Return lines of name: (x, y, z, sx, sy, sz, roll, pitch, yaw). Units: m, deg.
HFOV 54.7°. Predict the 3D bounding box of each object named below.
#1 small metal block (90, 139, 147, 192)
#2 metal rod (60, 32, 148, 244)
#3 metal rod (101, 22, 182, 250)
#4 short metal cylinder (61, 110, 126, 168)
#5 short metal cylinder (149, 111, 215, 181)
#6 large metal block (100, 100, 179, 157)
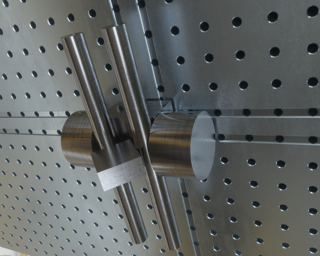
small metal block: (-0.049, 0.042, 0.361, 0.050, 0.050, 0.025, -135, 28, -61)
metal rod: (-0.062, 0.031, 0.395, 0.025, 0.025, 0.298, 1, 119, 28)
metal rod: (-0.014, 0.030, 0.368, 0.025, 0.025, 0.298, 1, 119, 28)
short metal cylinder: (-0.088, 0.015, 0.427, 0.050, 0.080, 0.080, 1, 119, 27)
short metal cylinder: (0.029, 0.020, 0.367, 0.050, 0.080, 0.080, 1, 119, 29)
large metal block: (-0.024, 0.011, 0.409, 0.080, 0.050, 0.080, 1, 119, 27)
